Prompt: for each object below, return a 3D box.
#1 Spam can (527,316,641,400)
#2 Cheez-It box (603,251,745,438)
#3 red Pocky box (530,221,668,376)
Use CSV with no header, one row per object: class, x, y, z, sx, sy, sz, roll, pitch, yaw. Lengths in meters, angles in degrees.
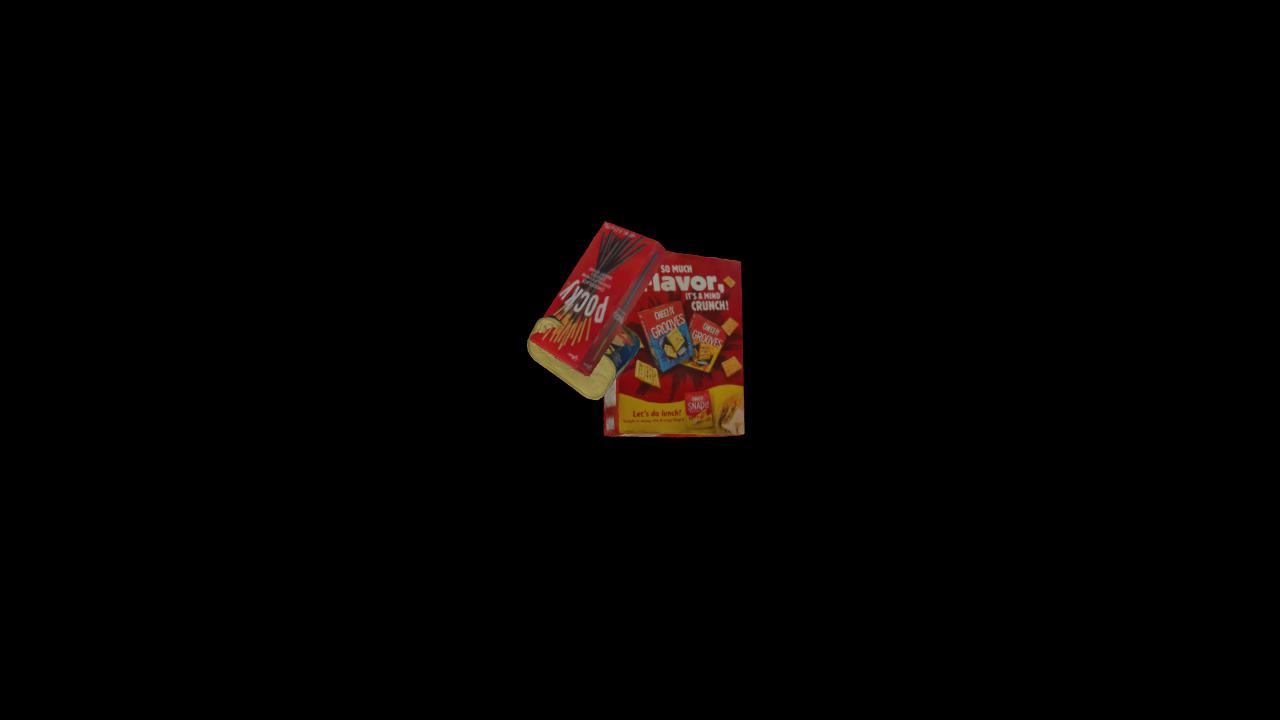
Spam can,-0.058,-0.016,0.674,0.101,0.058,0.085,37,30,4
Cheez-It box,0.040,-0.017,0.752,0.166,0.223,0.071,3,-9,-21
red Pocky box,-0.044,-0.066,0.639,0.083,0.155,0.028,28,-6,36
